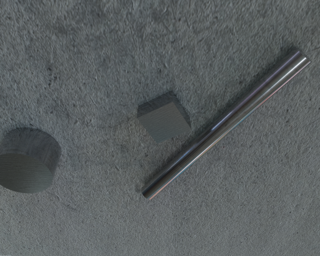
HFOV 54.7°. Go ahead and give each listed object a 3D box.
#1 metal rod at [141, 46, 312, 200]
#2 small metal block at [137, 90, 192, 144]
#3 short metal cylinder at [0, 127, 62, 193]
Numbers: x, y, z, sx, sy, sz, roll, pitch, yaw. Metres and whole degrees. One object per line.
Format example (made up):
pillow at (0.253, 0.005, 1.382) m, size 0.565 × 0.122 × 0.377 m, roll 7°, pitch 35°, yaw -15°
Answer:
metal rod at (0.069, 0.011, 0.417) m, size 0.025 × 0.025 × 0.299 m, roll 29°, pitch 124°, yaw -23°
small metal block at (0.006, -0.013, 0.396) m, size 0.050 × 0.025 × 0.050 m, roll -24°, pitch 127°, yaw 18°
short metal cylinder at (-0.183, 0.045, 0.428) m, size 0.081 × 0.050 × 0.079 m, roll 0°, pitch 130°, yaw 0°
